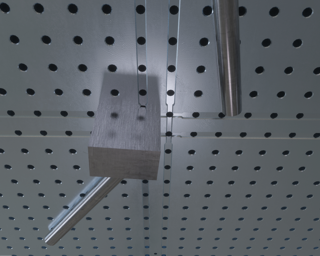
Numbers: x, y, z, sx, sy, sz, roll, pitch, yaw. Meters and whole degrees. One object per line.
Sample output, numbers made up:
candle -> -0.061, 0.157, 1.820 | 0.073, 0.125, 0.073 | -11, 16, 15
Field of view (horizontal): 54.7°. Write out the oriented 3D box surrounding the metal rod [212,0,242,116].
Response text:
metal rod -> 0.062, -0.134, 0.297 | 0.025, 0.025, 0.298 | -9, 130, 7

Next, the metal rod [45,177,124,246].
metal rod -> -0.116, 0.121, 0.513 | 0.025, 0.025, 0.299 | 30, 124, -23

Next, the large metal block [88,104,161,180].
large metal block -> -0.042, 0.016, 0.389 | 0.081, 0.080, 0.050 | 4, 130, -4
